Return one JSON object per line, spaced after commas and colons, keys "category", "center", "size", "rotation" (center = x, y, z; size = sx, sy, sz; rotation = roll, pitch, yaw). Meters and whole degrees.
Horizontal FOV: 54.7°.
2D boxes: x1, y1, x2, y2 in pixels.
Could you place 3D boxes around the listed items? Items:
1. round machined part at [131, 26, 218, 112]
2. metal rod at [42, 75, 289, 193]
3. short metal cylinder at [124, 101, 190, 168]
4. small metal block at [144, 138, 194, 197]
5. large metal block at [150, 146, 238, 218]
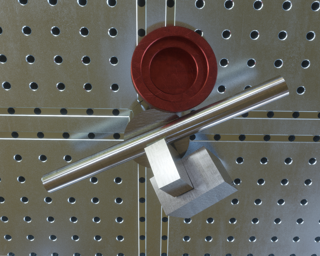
{"category": "round machined part", "center": [0.015, -0.066, 0.368], "size": [0.099, 0.042, 0.097], "rotation": [0, 88, -6]}
{"category": "metal rod", "center": [0.000, 0.011, 0.363], "size": [0.301, 0.025, 0.025], "rotation": [-23, 109, 7]}
{"category": "short metal cylinder", "center": [-0.004, 0.006, 0.401], "size": [0.081, 0.050, 0.079], "rotation": [0, 110, -1]}
{"category": "small metal block", "center": [0.011, 0.046, 0.352], "size": [0.025, 0.050, 0.050], "rotation": [-28, 150, 9]}
{"category": "large metal block", "center": [0.046, 0.074, 0.404], "size": [0.080, 0.050, 0.080], "rotation": [-33, 152, 11]}
